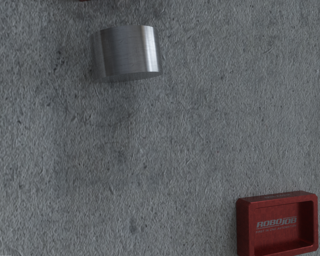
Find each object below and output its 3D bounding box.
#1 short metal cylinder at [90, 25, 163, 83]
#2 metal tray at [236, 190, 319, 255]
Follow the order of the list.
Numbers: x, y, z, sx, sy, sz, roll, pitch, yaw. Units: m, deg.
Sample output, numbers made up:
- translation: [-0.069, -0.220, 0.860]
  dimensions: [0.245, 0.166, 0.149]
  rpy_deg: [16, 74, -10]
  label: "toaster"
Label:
- translation: [-0.039, -0.084, 0.366]
  dimensions: [0.081, 0.080, 0.050]
  rpy_deg: [-8, 93, -20]
  label: "short metal cylinder"
- translation: [0.182, 0.149, 0.475]
  dimensions: [0.131, 0.030, 0.089]
  rpy_deg: [-2, 91, -21]
  label: "metal tray"
